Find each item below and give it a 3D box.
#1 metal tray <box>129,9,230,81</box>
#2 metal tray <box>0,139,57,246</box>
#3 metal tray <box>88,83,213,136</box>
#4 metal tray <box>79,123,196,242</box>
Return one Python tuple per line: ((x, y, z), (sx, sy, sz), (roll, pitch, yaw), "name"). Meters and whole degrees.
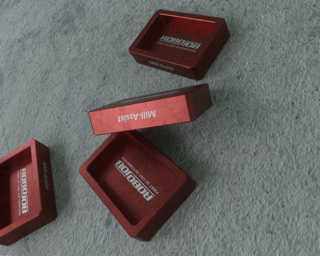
((0.026, -0.129, 0.465), (0.130, 0.030, 0.090), (24, 75, 36), "metal tray")
((-0.203, 0.090, 0.451), (0.090, 0.030, 0.130), (-30, 52, 8), "metal tray")
((-0.010, -0.024, 0.384), (0.130, 0.090, 0.030), (-8, 101, 24), "metal tray")
((-0.032, 0.060, 0.380), (0.090, 0.030, 0.130), (-47, 51, -5), "metal tray")
